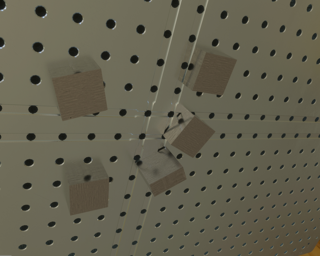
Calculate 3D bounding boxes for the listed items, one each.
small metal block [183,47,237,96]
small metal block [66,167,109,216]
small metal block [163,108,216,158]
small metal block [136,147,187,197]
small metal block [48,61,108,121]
[{"bbox_3d":[0.064,-0.073,0.400,0.050,0.025,0.050,5,116,-31],"label":"small metal block"},{"bbox_3d":[-0.096,0.083,0.410,0.050,0.025,0.050,-7,122,-25],"label":"small metal block"},{"bbox_3d":[0.042,0.008,0.438,0.050,0.025,0.050,33,100,-38],"label":"small metal block"},{"bbox_3d":[0.001,0.060,0.432,0.050,0.050,0.025,-27,128,-12],"label":"small metal block"},{"bbox_3d":[-0.088,-0.041,0.337,0.050,0.025,0.050,-16,125,-19],"label":"small metal block"}]
